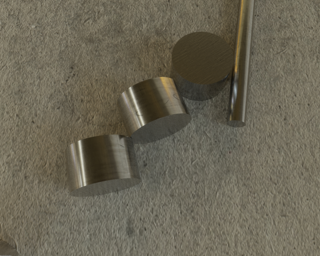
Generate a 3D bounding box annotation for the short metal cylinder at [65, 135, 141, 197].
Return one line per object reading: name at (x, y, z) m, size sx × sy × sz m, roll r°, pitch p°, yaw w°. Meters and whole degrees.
short metal cylinder at (-0.067, 0.046, 0.362) m, size 0.081 × 0.080 × 0.050 m, roll -12°, pitch 71°, yaw -4°

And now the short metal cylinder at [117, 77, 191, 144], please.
short metal cylinder at (-0.008, -0.020, 0.386) m, size 0.080 × 0.080 × 0.050 m, roll -19°, pitch 72°, yaw -7°

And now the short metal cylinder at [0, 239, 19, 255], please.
short metal cylinder at (-0.201, 0.141, 0.326) m, size 0.080 × 0.080 × 0.050 m, roll 25°, pitch 72°, yaw 8°

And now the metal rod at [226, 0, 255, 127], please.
metal rod at (0.126, -0.144, 0.461) m, size 0.025 × 0.025 × 0.299 m, roll 9°, pitch 70°, yaw 3°

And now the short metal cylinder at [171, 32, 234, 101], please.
short metal cylinder at (0.055, -0.084, 0.426) m, size 0.081 × 0.050 × 0.080 m, roll 0°, pitch 70°, yaw 0°
